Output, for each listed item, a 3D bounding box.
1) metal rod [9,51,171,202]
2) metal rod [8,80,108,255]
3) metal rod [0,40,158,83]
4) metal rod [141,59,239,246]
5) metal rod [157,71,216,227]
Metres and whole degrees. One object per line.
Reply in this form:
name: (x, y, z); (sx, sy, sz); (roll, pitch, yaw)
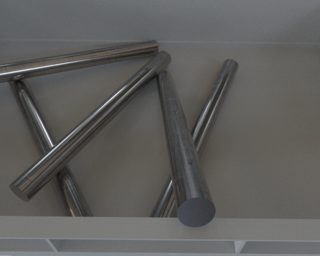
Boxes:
metal rod: (-0.066, -0.024, 0.404); (0.025, 0.025, 0.301); (24, 48, 18)
metal rod: (-0.140, 0.022, 0.384); (0.025, 0.025, 0.300); (-25, 55, -20)
metal rod: (-0.143, -0.097, 0.461); (0.302, 0.025, 0.025); (-16, 52, -22)
metal rod: (0.052, 0.007, 0.399); (0.025, 0.025, 0.301); (19, 52, 14)
metal rod: (0.015, -0.010, 0.336); (0.025, 0.025, 0.300); (-2, 26, -2)
